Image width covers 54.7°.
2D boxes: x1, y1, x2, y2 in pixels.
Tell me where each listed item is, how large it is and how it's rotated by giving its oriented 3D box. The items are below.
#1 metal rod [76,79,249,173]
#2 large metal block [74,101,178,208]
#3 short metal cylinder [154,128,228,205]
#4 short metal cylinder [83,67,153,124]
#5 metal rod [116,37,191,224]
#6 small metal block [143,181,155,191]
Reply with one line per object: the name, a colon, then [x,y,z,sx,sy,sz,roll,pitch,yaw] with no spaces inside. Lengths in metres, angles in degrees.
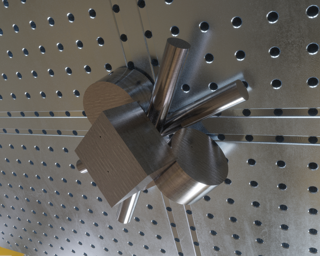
metal rod: [-0.019,0.011,0.423,0.299,0.025,0.025,-26,105,37]
large metal block: [-0.040,0.030,0.348,0.080,0.050,0.080,54,131,12]
short metal cylinder: [0.036,0.047,0.381,0.080,0.080,0.050,40,130,1]
short metal cylinder: [-0.050,-0.031,0.397,0.080,0.050,0.079,13,124,21]
metal rod: [-0.019,0.027,0.401,0.025,0.025,0.298,27,128,11]
small metal block: [-0.018,0.058,0.452,0.050,0.025,0.050,-31,101,38]
